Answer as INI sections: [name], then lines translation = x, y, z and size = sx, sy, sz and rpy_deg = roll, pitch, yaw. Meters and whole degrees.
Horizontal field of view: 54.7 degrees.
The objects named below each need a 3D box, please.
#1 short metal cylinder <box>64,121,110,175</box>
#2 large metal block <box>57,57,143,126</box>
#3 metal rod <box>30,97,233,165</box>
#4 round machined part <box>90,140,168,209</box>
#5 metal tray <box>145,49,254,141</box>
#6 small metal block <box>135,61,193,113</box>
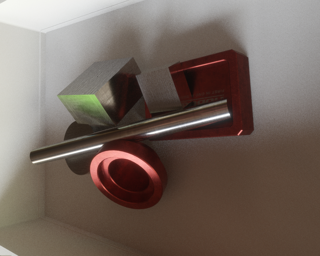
[short metal cylinder]
translation = -0.101, 0.028, 0.468
size = 0.080, 0.050, 0.079
rpy_deg = 0, 90, 39
[large metal block]
translation = -0.075, -0.049, 0.419
size = 0.080, 0.080, 0.050
rpy_deg = 4, 135, 40
[metal rod]
translation = -0.055, 0.011, 0.394
size = 0.300, 0.025, 0.025
rpy_deg = -14, 81, 27
[round machined part]
translation = -0.036, 0.055, 0.401
size = 0.098, 0.042, 0.097
rpy_deg = 11, 126, 16
[metal tray]
translation = 0.040, -0.032, 0.366
size = 0.130, 0.030, 0.089
rpy_deg = -6, 86, 39
[small metal block]
translation = 0.005, -0.048, 0.371
size = 0.050, 0.025, 0.050
rpy_deg = -6, 112, 40
